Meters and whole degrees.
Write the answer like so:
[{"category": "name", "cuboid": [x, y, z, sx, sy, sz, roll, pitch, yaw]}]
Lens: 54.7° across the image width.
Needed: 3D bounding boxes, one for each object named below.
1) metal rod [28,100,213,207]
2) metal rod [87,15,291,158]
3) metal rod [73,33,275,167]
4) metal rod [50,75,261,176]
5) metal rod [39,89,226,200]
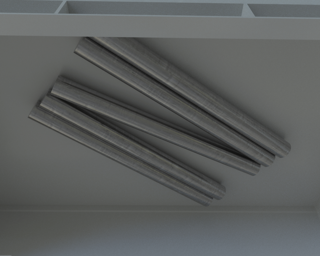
[{"category": "metal rod", "cuboid": [-0.040, 0.047, 0.447, 0.301, 0.025, 0.025, 31, 124, -24]}, {"category": "metal rod", "cuboid": [0.052, -0.037, 0.376, 0.301, 0.025, 0.025, 29, 124, -23]}, {"category": "metal rod", "cuboid": [0.035, -0.023, 0.388, 0.301, 0.025, 0.025, 29, 124, -23]}, {"category": "metal rod", "cuboid": [0.008, 0.004, 0.411, 0.302, 0.025, 0.025, 23, 127, -19]}, {"category": "metal rod", "cuboid": [-0.022, 0.033, 0.436, 0.301, 0.025, 0.025, 31, 124, -24]}]
